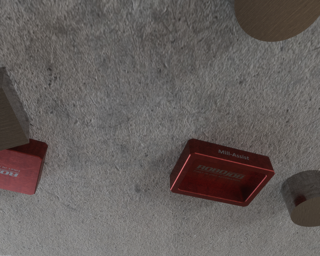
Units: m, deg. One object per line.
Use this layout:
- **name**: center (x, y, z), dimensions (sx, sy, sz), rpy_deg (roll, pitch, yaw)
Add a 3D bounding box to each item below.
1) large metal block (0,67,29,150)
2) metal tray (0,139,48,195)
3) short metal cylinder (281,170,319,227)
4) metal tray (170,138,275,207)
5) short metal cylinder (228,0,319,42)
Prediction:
- **large metal block**: center (-0.208, -0.016, 0.360), dimensions (0.081, 0.050, 0.080), rpy_deg (-16, 131, -11)
- **metal tray**: center (-0.235, 0.044, 0.439), dimensions (0.131, 0.030, 0.089), rpy_deg (17, 128, -14)
- **short metal cylinder**: center (0.239, 0.112, 0.488), dimensions (0.081, 0.050, 0.079), rpy_deg (0, 130, 0)
- **metal tray**: center (0.090, 0.070, 0.464), dimensions (0.131, 0.030, 0.089), rpy_deg (14, 129, -12)
- **short metal cylinder**: center (0.104, -0.127, 0.283), dimensions (0.081, 0.050, 0.079), rpy_deg (0, 130, 0)
